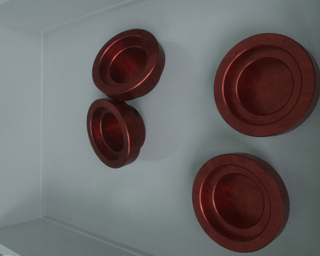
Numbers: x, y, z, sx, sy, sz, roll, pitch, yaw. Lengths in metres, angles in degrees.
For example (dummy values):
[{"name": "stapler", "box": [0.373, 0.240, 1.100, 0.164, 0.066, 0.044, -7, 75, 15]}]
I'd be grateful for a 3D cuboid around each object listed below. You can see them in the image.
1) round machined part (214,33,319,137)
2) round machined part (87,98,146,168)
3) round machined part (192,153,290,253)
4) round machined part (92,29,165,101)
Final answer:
[{"name": "round machined part", "box": [0.107, -0.040, 0.308, 0.098, 0.042, 0.097, 0, 90, 40]}, {"name": "round machined part", "box": [-0.058, 0.004, 0.434, 0.098, 0.042, 0.097, 18, 116, 42]}, {"name": "round machined part", "box": [0.086, 0.074, 0.325, 0.098, 0.042, 0.097, 0, 90, 40]}, {"name": "round machined part", "box": [-0.037, -0.079, 0.411, 0.098, 0.042, 0.098, -11, 63, 22]}]
